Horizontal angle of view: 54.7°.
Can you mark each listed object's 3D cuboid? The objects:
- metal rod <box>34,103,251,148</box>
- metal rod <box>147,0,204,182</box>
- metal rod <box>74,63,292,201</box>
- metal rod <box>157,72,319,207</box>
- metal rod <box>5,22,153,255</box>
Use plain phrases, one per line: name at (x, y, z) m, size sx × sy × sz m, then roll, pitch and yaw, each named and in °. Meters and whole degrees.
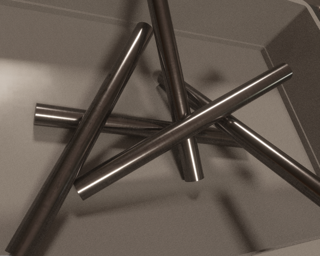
metal rod at (-0.002, 0.002, 0.405) m, size 0.302 × 0.025 × 0.025 m, roll 7°, pitch 59°, yaw -25°
metal rod at (0.013, -0.081, 0.387) m, size 0.025 × 0.025 × 0.298 m, roll -14°, pitch 93°, yaw -34°
metal rod at (0.040, -0.005, 0.367) m, size 0.302 × 0.025 × 0.025 m, roll -29°, pitch 77°, yaw -17°
metal rod at (0.103, 0.009, 0.383) m, size 0.025 × 0.025 × 0.300 m, roll -23°, pitch 51°, yaw -37°
metal rod at (-0.072, -0.009, 0.342) m, size 0.025 × 0.025 × 0.300 m, roll 29°, pitch 61°, yaw -11°
